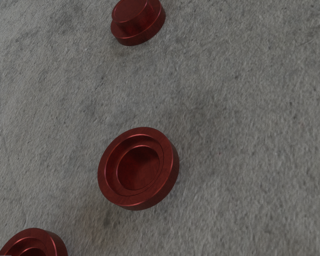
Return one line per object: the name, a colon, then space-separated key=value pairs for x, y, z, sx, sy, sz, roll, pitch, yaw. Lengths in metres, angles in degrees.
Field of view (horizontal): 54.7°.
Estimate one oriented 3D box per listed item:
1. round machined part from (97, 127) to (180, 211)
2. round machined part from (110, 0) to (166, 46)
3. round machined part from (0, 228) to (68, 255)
round machined part: x=-0.022 y=0.051 z=0.372 sx=0.098 sy=0.042 sz=0.098 roll=-13 pitch=56 yaw=20
round machined part: x=-0.043 y=-0.192 z=0.532 sx=0.098 sy=0.042 sz=0.098 roll=-13 pitch=56 yaw=20
round machined part: x=-0.147 y=0.172 z=0.363 sx=0.098 sy=0.042 sz=0.098 roll=-13 pitch=56 yaw=20
